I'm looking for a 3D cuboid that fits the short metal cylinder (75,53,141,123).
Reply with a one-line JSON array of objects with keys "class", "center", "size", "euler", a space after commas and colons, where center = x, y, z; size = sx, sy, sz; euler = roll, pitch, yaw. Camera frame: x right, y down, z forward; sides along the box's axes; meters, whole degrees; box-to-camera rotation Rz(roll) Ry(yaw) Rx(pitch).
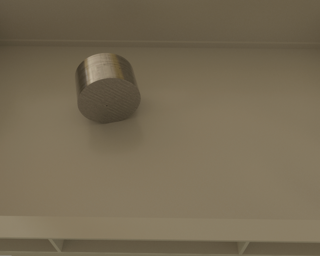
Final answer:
[{"class": "short metal cylinder", "center": [-0.070, -0.052, 0.413], "size": [0.081, 0.080, 0.050], "euler": [-11, 51, -9]}]
